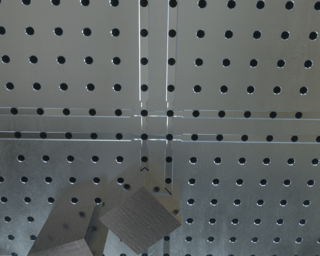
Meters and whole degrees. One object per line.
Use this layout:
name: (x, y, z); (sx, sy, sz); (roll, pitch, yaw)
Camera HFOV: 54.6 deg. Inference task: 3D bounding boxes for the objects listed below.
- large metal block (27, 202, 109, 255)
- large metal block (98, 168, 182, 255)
large metal block: (-0.126, 0.160, 0.442); (0.080, 0.080, 0.050); (-18, 109, 6)
large metal block: (-0.027, 0.119, 0.444); (0.080, 0.050, 0.080); (-38, 106, 13)
